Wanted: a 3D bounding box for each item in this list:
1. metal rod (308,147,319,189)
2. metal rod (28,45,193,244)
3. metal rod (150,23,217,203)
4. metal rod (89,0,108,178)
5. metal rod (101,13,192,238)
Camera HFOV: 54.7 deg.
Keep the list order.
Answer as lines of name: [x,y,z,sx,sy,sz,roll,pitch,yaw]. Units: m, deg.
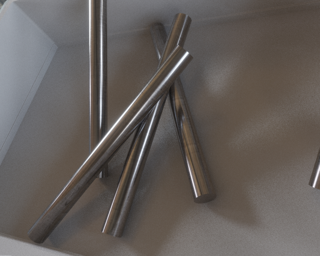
metal rod: [0.191,-0.086,0.280,0.025,0.025,0.298,18,96,35]
metal rod: [-0.065,0.025,0.383,0.299,0.025,0.025,-51,51,6]
metal rod: [0.022,-0.043,0.420,0.025,0.025,0.299,-23,53,14]
metal rod: [-0.085,-0.083,0.424,0.025,0.025,0.298,-4,84,26]
metal rod: [-0.012,-0.015,0.397,0.025,0.025,0.299,9,73,32]
